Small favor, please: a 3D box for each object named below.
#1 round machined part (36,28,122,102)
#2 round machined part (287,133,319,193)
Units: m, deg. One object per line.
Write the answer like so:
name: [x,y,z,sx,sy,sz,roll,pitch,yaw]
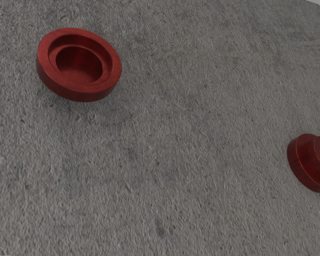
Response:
round machined part: [-0.101,-0.072,0.383,0.099,0.042,0.098,14,56,-21]
round machined part: [0.259,0.051,0.501,0.099,0.042,0.098,14,56,-21]
